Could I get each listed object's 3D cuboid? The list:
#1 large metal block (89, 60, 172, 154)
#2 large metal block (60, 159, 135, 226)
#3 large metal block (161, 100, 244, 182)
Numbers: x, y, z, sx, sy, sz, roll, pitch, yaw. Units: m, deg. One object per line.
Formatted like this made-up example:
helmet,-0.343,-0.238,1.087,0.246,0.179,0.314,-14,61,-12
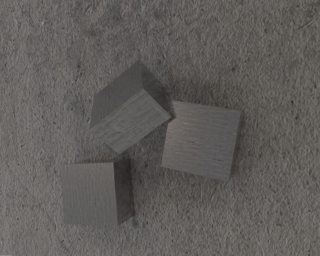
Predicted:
large metal block,-0.038,-0.028,0.386,0.080,0.080,0.050,-36,121,16
large metal block,-0.085,0.086,0.426,0.080,0.050,0.080,-5,88,20
large metal block,0.053,0.013,0.377,0.080,0.050,0.079,10,94,19
